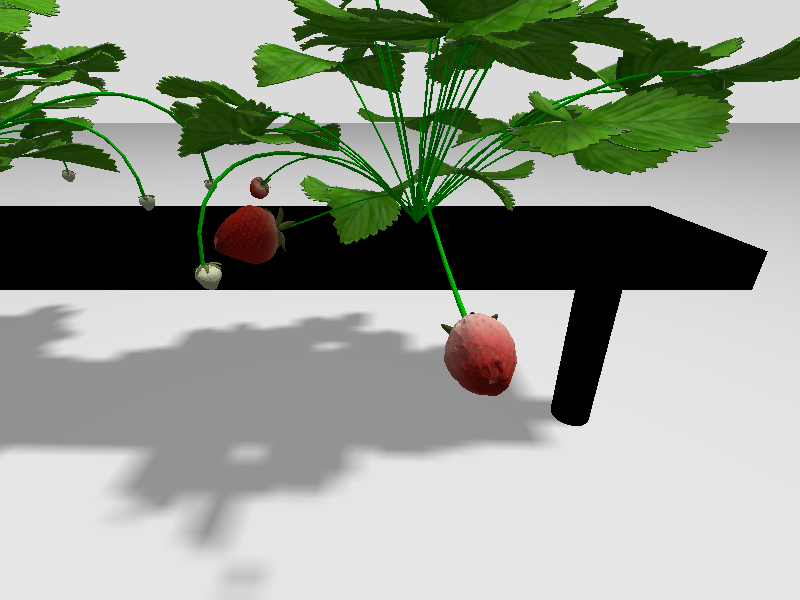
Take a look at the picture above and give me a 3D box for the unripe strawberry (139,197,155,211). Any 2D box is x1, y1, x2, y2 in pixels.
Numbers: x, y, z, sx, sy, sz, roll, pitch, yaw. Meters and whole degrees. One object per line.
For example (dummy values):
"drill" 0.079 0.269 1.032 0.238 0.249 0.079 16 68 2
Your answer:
"unripe strawberry" -0.200 -0.076 0.317 0.011 0.011 0.010 3 26 7

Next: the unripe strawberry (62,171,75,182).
"unripe strawberry" -0.431 -0.160 0.520 0.013 0.014 0.014 1 25 1

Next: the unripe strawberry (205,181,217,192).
"unripe strawberry" -0.167 -0.101 0.355 0.010 0.010 0.011 -1 25 -3

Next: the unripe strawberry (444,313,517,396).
"unripe strawberry" 0.028 0.020 0.135 0.025 0.028 0.027 -1 26 -3

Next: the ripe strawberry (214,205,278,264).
"ripe strawberry" -0.098 -0.040 0.254 0.039 0.038 0.036 -22 33 -37

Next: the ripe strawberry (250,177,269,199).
"ripe strawberry" -0.155 -0.122 0.441 0.022 0.022 0.020 -27 6 39

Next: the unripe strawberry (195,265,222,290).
"unripe strawberry" -0.101 -0.012 0.211 0.013 0.014 0.014 18 31 33
